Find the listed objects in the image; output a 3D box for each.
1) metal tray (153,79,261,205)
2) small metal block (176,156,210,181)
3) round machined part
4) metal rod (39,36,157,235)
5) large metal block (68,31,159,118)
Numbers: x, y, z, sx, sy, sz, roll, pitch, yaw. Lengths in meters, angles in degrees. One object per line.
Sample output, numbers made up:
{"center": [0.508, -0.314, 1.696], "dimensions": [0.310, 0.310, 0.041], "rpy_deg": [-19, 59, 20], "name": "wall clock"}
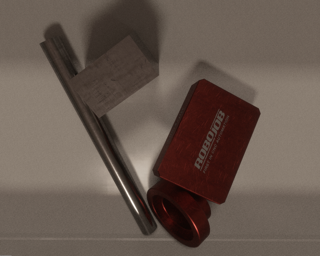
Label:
{"center": [0.059, 0.016, 0.384], "dimensions": [0.090, 0.030, 0.130], "rpy_deg": [27, 79, -10], "name": "metal tray"}
{"center": [0.043, 0.055, 0.419], "dimensions": [0.050, 0.050, 0.025], "rpy_deg": [35, 106, -13], "name": "small metal block"}
{"center": [0.031, 0.110, 0.424], "dimensions": [0.042, 0.098, 0.098], "rpy_deg": [-36, 112, -30], "name": "round machined part"}
{"center": [-0.074, 0.023, 0.418], "dimensions": [0.025, 0.025, 0.299], "rpy_deg": [-22, 109, 7], "name": "metal rod"}
{"center": [-0.048, -0.065, 0.357], "dimensions": [0.080, 0.080, 0.050], "rpy_deg": [-34, 107, 11], "name": "large metal block"}
